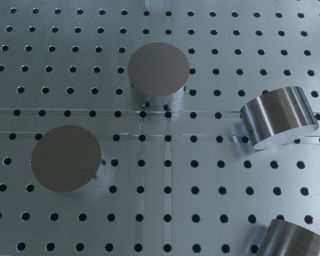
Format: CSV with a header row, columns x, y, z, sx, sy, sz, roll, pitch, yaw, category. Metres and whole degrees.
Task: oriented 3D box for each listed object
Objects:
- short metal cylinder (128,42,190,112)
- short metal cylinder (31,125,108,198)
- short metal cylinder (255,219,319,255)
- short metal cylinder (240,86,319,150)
x,y,z,sx,sy,sz,roll,pitch,yaw,category
-0.002,-0.069,0.424,0.081,0.050,0.080,0,70,-1,short metal cylinder
-0.108,0.042,0.382,0.081,0.050,0.080,0,70,0,short metal cylinder
0.149,0.142,0.333,0.080,0.080,0.050,30,73,10,short metal cylinder
0.148,-0.010,0.388,0.081,0.080,0.050,-13,71,-5,short metal cylinder
